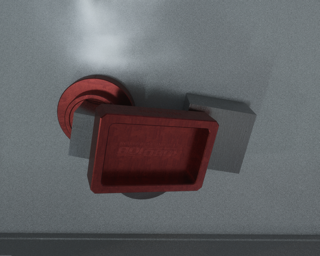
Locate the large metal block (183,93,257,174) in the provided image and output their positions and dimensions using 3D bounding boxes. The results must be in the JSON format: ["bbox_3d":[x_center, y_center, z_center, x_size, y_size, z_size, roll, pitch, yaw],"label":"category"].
[{"bbox_3d":[0.067,0.006,0.398,0.081,0.050,0.079,9,110,-4],"label":"large metal block"}]

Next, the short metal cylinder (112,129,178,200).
[{"bbox_3d":[-0.021,0.046,0.400,0.081,0.050,0.079,-7,124,-10],"label":"short metal cylinder"}]

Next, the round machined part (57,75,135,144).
[{"bbox_3d":[-0.081,-0.015,0.394,0.099,0.042,0.097,0,110,-1],"label":"round machined part"}]

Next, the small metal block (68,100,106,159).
[{"bbox_3d":[-0.082,0.001,0.350,0.025,0.050,0.050,12,110,-5],"label":"small metal block"}]

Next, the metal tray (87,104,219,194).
[{"bbox_3d":[-0.008,0.025,0.341,0.131,0.030,0.089,3,112,-22],"label":"metal tray"}]
